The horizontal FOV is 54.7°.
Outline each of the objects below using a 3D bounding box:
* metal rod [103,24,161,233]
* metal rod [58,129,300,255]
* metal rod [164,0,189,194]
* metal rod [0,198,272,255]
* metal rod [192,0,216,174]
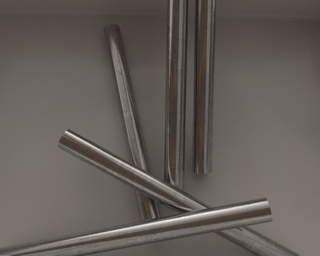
[{"bbox_3d":[-0.039,-0.010,0.412,0.025,0.025,0.299,-12,70,-5],"label":"metal rod"},{"bbox_3d":[0.021,0.084,0.358,0.301,0.025,0.025,28,72,1],"label":"metal rod"},{"bbox_3d":[0.020,-0.070,0.373,0.025,0.025,0.298,1,94,0],"label":"metal rod"},{"bbox_3d":[-0.033,0.117,0.339,0.301,0.025,0.025,-12,70,6],"label":"metal rod"},{"bbox_3d":[0.054,-0.093,0.376,0.025,0.025,0.298,0,96,0],"label":"metal rod"}]
